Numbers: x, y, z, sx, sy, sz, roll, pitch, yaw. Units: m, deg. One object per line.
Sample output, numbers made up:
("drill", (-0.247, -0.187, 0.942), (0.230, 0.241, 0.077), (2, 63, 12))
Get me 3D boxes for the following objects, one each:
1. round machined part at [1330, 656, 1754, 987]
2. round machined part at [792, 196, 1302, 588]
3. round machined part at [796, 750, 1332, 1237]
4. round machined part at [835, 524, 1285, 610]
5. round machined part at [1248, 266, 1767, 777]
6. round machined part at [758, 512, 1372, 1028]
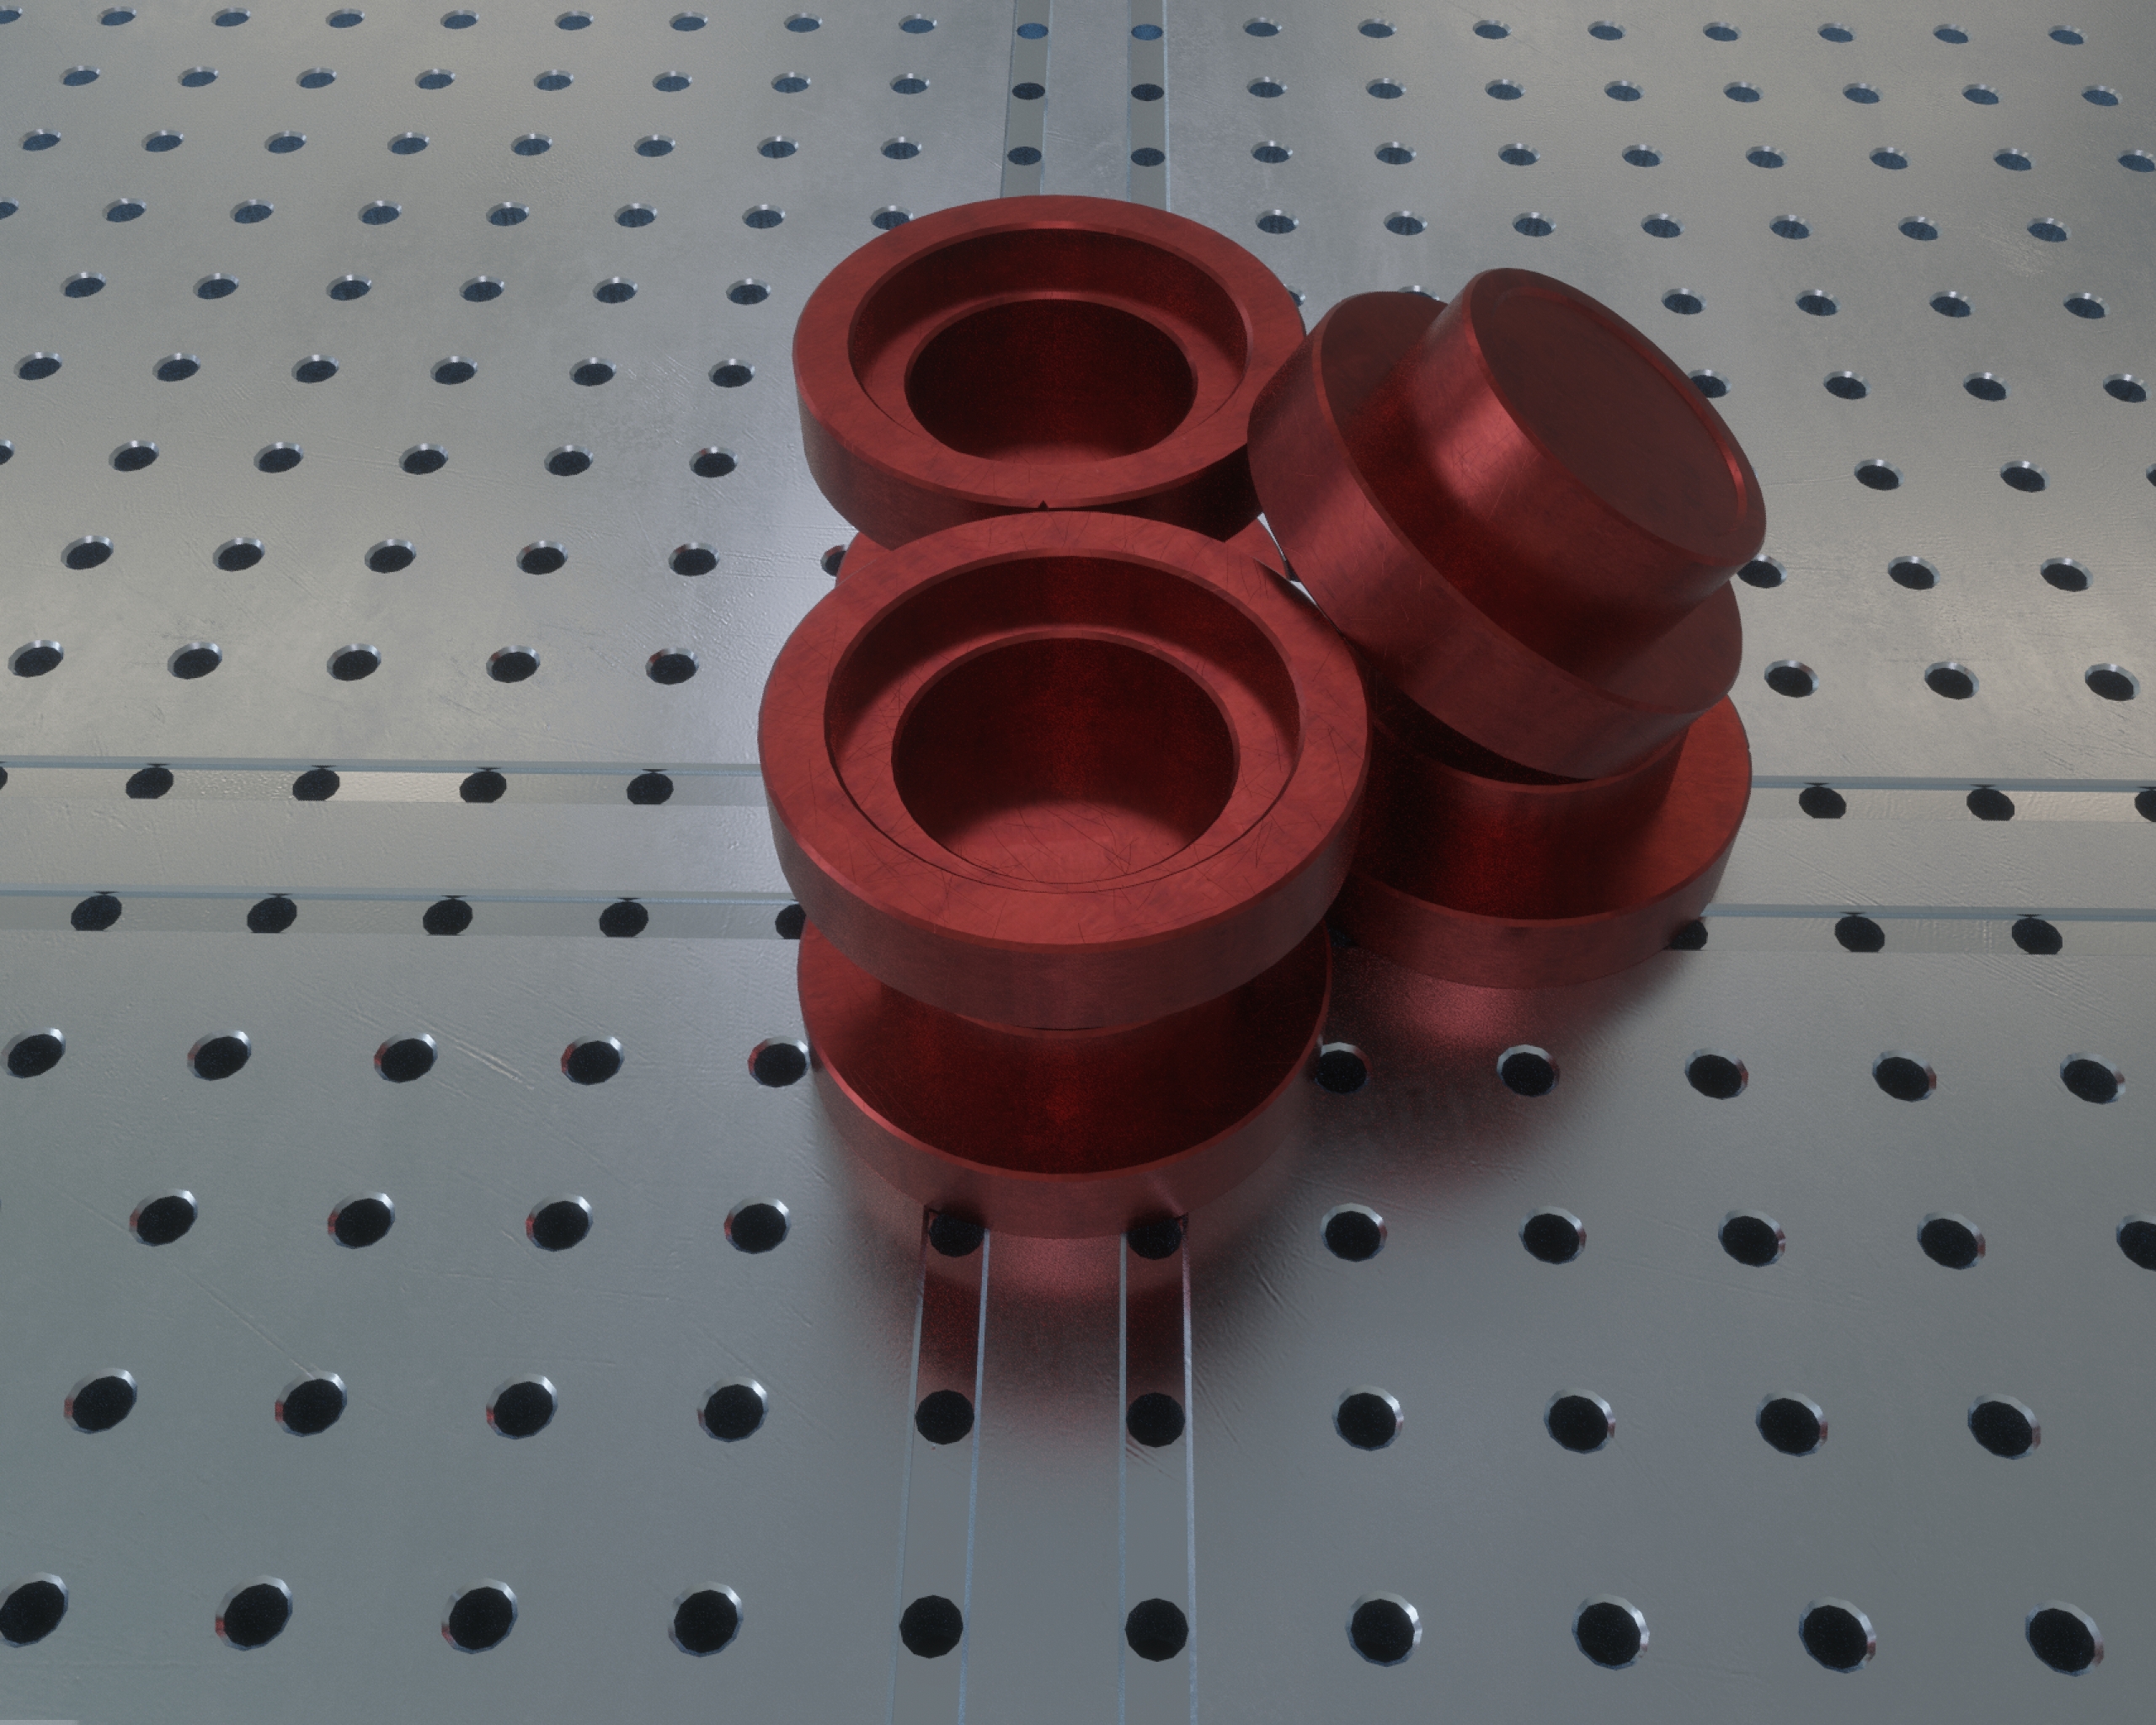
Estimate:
("round machined part", (0.086, -0.026, 0.420), (0.099, 0.042, 0.098), (0, 50, 0))
("round machined part", (-0.005, -0.087, 0.415), (0.099, 0.042, 0.098), (0, 50, 0))
("round machined part", (-0.003, 0.016, 0.384), (0.099, 0.042, 0.098), (0, 50, 0))
("round machined part", (-0.003, -0.059, 0.448), (0.099, 0.042, 0.098), (0, 50, 0))
("round machined part", (0.082, -0.066, 0.371), (0.099, 0.042, 0.098), (22, 45, -24))
("round machined part", (-0.002, -0.011, 0.351), (0.099, 0.042, 0.098), (0, 50, 0))
